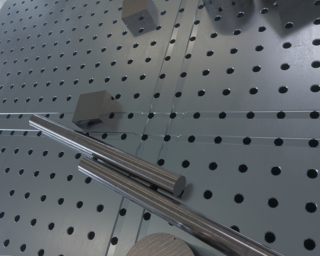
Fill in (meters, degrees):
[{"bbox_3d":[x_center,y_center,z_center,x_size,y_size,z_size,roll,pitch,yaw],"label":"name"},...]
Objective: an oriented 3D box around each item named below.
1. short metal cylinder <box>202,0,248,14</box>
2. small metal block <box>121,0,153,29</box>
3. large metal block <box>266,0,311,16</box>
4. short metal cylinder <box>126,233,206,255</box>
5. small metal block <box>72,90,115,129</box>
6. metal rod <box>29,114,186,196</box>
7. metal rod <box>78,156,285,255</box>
[{"bbox_3d":[0.098,-0.226,0.479,0.080,0.050,0.080,-13,56,21],"label":"short metal cylinder"},{"bbox_3d":[-0.041,-0.214,0.561,0.050,0.025,0.050,-14,56,20],"label":"small metal block"},{"bbox_3d":[0.182,-0.215,0.428,0.080,0.050,0.080,-26,53,12],"label":"large metal block"},{"bbox_3d":[0.008,0.147,0.298,0.080,0.050,0.080,-13,56,21],"label":"short metal cylinder"},{"bbox_3d":[-0.103,-0.028,0.479,0.050,0.025,0.050,-6,59,25],"label":"small metal block"},{"bbox_3d":[-0.094,0.027,0.441,0.300,0.025,0.025,19,72,35],"label":"metal rod"},{"bbox_3d":[0.012,0.092,0.345,0.300,0.025,0.025,19,72,35],"label":"metal rod"}]
